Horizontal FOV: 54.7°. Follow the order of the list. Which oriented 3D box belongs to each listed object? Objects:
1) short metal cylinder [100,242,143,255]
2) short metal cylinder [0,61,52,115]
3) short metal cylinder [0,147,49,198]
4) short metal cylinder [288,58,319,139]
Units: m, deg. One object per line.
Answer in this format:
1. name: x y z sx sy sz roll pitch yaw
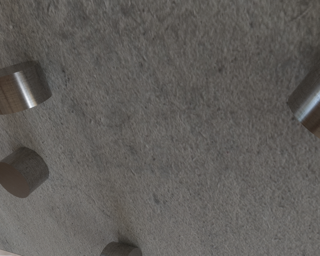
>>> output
1. short metal cylinder: -0.073 0.254 0.565 0.050 0.080 0.079 5 121 25
2. short metal cylinder: -0.202 -0.059 0.439 0.080 0.080 0.050 0 118 28
3. short metal cylinder: -0.255 0.082 0.573 0.080 0.050 0.079 13 124 20
4. short metal cylinder: 0.163 -0.024 0.271 0.080 0.080 0.050 32 128 7
